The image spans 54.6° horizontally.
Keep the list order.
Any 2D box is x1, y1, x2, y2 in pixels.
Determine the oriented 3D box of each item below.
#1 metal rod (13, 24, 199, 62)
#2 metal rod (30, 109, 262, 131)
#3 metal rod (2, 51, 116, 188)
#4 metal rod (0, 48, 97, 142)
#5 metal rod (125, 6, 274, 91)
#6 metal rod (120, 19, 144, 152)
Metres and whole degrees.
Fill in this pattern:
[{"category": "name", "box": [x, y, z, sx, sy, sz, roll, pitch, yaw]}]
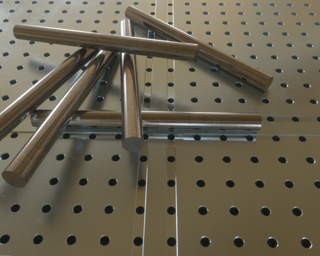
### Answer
[{"category": "metal rod", "box": [-0.091, -0.132, 0.472, 0.301, 0.025, 0.025, 11, 51, 15]}, {"category": "metal rod", "box": [-0.019, -0.011, 0.416, 0.302, 0.025, 0.025, 1, 50, 1]}, {"category": "metal rod", "box": [-0.111, -0.045, 0.416, 0.025, 0.025, 0.301, 10, 42, 8]}, {"category": "metal rod", "box": [-0.156, -0.059, 0.432, 0.025, 0.025, 0.301, 17, 44, 14]}, {"category": "metal rod", "box": [0.052, -0.144, 0.528, 0.300, 0.025, 0.025, 35, 58, 26]}, {"category": "metal rod", "box": [-0.046, -0.084, 0.456, 0.025, 0.025, 0.300, -5, 44, -4]}]
